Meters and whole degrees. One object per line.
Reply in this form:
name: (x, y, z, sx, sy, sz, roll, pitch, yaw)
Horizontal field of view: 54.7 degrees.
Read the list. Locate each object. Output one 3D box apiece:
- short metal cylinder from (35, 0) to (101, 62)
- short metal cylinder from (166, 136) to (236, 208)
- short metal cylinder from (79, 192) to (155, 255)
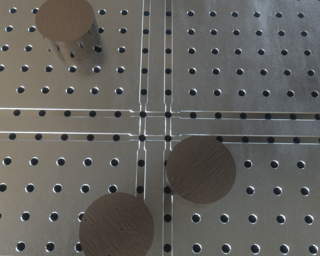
short metal cylinder: (-0.131, -0.144, 0.450, 0.081, 0.050, 0.080, 0, 70, 0)
short metal cylinder: (0.047, 0.055, 0.379, 0.081, 0.050, 0.080, 0, 70, 0)
short metal cylinder: (-0.046, 0.117, 0.355, 0.081, 0.050, 0.080, 0, 70, 0)
